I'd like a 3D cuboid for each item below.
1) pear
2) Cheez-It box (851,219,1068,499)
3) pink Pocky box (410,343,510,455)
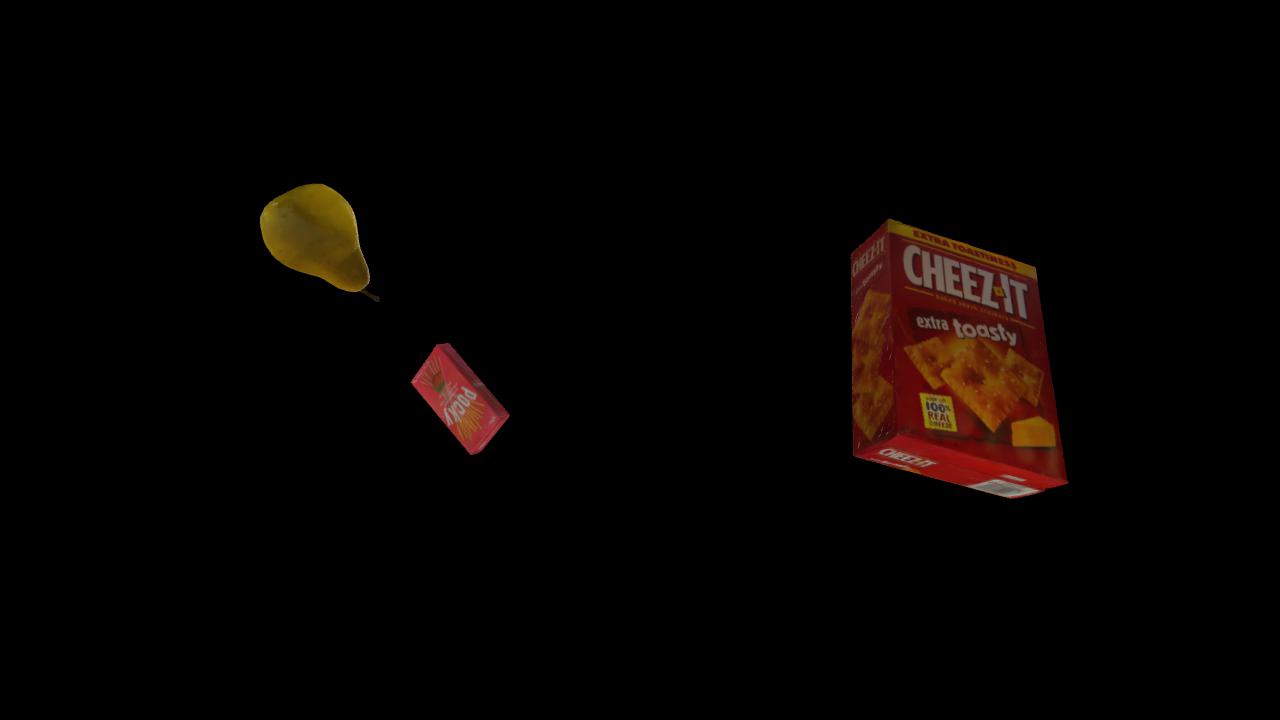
[{"bbox_3d":[-0.263,-0.090,0.522,0.080,0.111,0.080,-24,22,10],"label":"pear"},{"bbox_3d":[0.281,-0.004,0.559,0.166,0.223,0.071,16,-28,-10],"label":"Cheez-It box"},{"bbox_3d":[-0.270,0.057,0.918,0.084,0.155,0.029,-49,-14,21],"label":"pink Pocky box"}]
